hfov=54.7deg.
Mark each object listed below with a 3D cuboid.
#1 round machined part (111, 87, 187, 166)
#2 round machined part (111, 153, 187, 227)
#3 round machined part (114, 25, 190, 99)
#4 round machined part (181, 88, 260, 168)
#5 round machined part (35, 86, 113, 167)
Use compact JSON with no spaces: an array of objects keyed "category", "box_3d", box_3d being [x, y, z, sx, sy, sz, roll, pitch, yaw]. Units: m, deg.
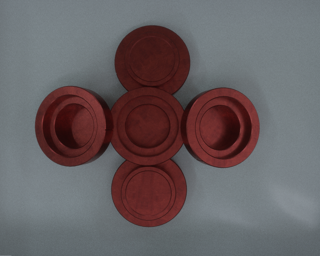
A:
[{"category":"round machined part","box_3d":[-0.016,-0.002,0.400,0.099,0.042,0.097,0,90,0]},{"category":"round machined part","box_3d":[-0.014,0.080,0.401,0.099,0.042,0.097,0,90,0]},{"category":"round machined part","box_3d":[-0.010,-0.085,0.401,0.099,0.042,0.097,0,90,0]},{"category":"round machined part","box_3d":[0.072,0.000,0.393,0.099,0.042,0.097,0,90,-17]},{"category":"round machined part","box_3d":[-0.103,-0.002,0.392,0.098,0.042,0.097,0,90,17]}]
